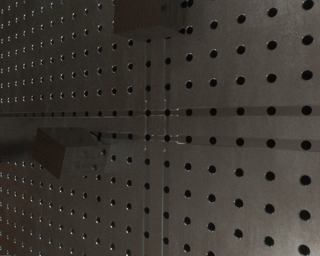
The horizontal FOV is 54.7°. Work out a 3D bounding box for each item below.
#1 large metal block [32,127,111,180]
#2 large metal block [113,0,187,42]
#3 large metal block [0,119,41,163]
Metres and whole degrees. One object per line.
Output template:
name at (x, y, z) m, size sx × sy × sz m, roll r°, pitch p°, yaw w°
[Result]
large metal block at (-0.139, 0.036, 0.485) m, size 0.080 × 0.081 × 0.050 m, roll 26°, pitch 106°, yaw 37°
large metal block at (-0.013, -0.162, 0.402) m, size 0.080 × 0.050 × 0.079 m, roll 5°, pitch 93°, yaw 39°
large metal block at (-0.279, 0.025, 0.600) m, size 0.050 × 0.081 × 0.080 m, roll -9°, pitch 84°, yaw 39°
